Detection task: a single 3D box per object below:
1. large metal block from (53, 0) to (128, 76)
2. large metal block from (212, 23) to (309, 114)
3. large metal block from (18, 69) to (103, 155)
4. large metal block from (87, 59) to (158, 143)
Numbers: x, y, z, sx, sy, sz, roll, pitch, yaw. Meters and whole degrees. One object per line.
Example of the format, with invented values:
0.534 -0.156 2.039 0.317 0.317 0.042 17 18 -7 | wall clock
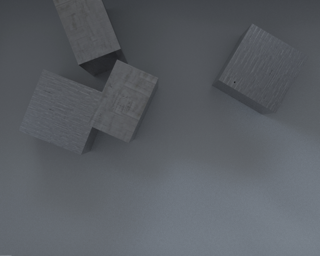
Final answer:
-0.082 -0.116 0.383 0.050 0.080 0.080 -21 90 0 | large metal block
0.126 -0.073 0.401 0.080 0.050 0.080 30 90 -1 | large metal block
-0.118 -0.019 0.397 0.080 0.050 0.080 22 90 -1 | large metal block
-0.041 -0.030 0.383 0.050 0.080 0.080 24 90 -1 | large metal block
